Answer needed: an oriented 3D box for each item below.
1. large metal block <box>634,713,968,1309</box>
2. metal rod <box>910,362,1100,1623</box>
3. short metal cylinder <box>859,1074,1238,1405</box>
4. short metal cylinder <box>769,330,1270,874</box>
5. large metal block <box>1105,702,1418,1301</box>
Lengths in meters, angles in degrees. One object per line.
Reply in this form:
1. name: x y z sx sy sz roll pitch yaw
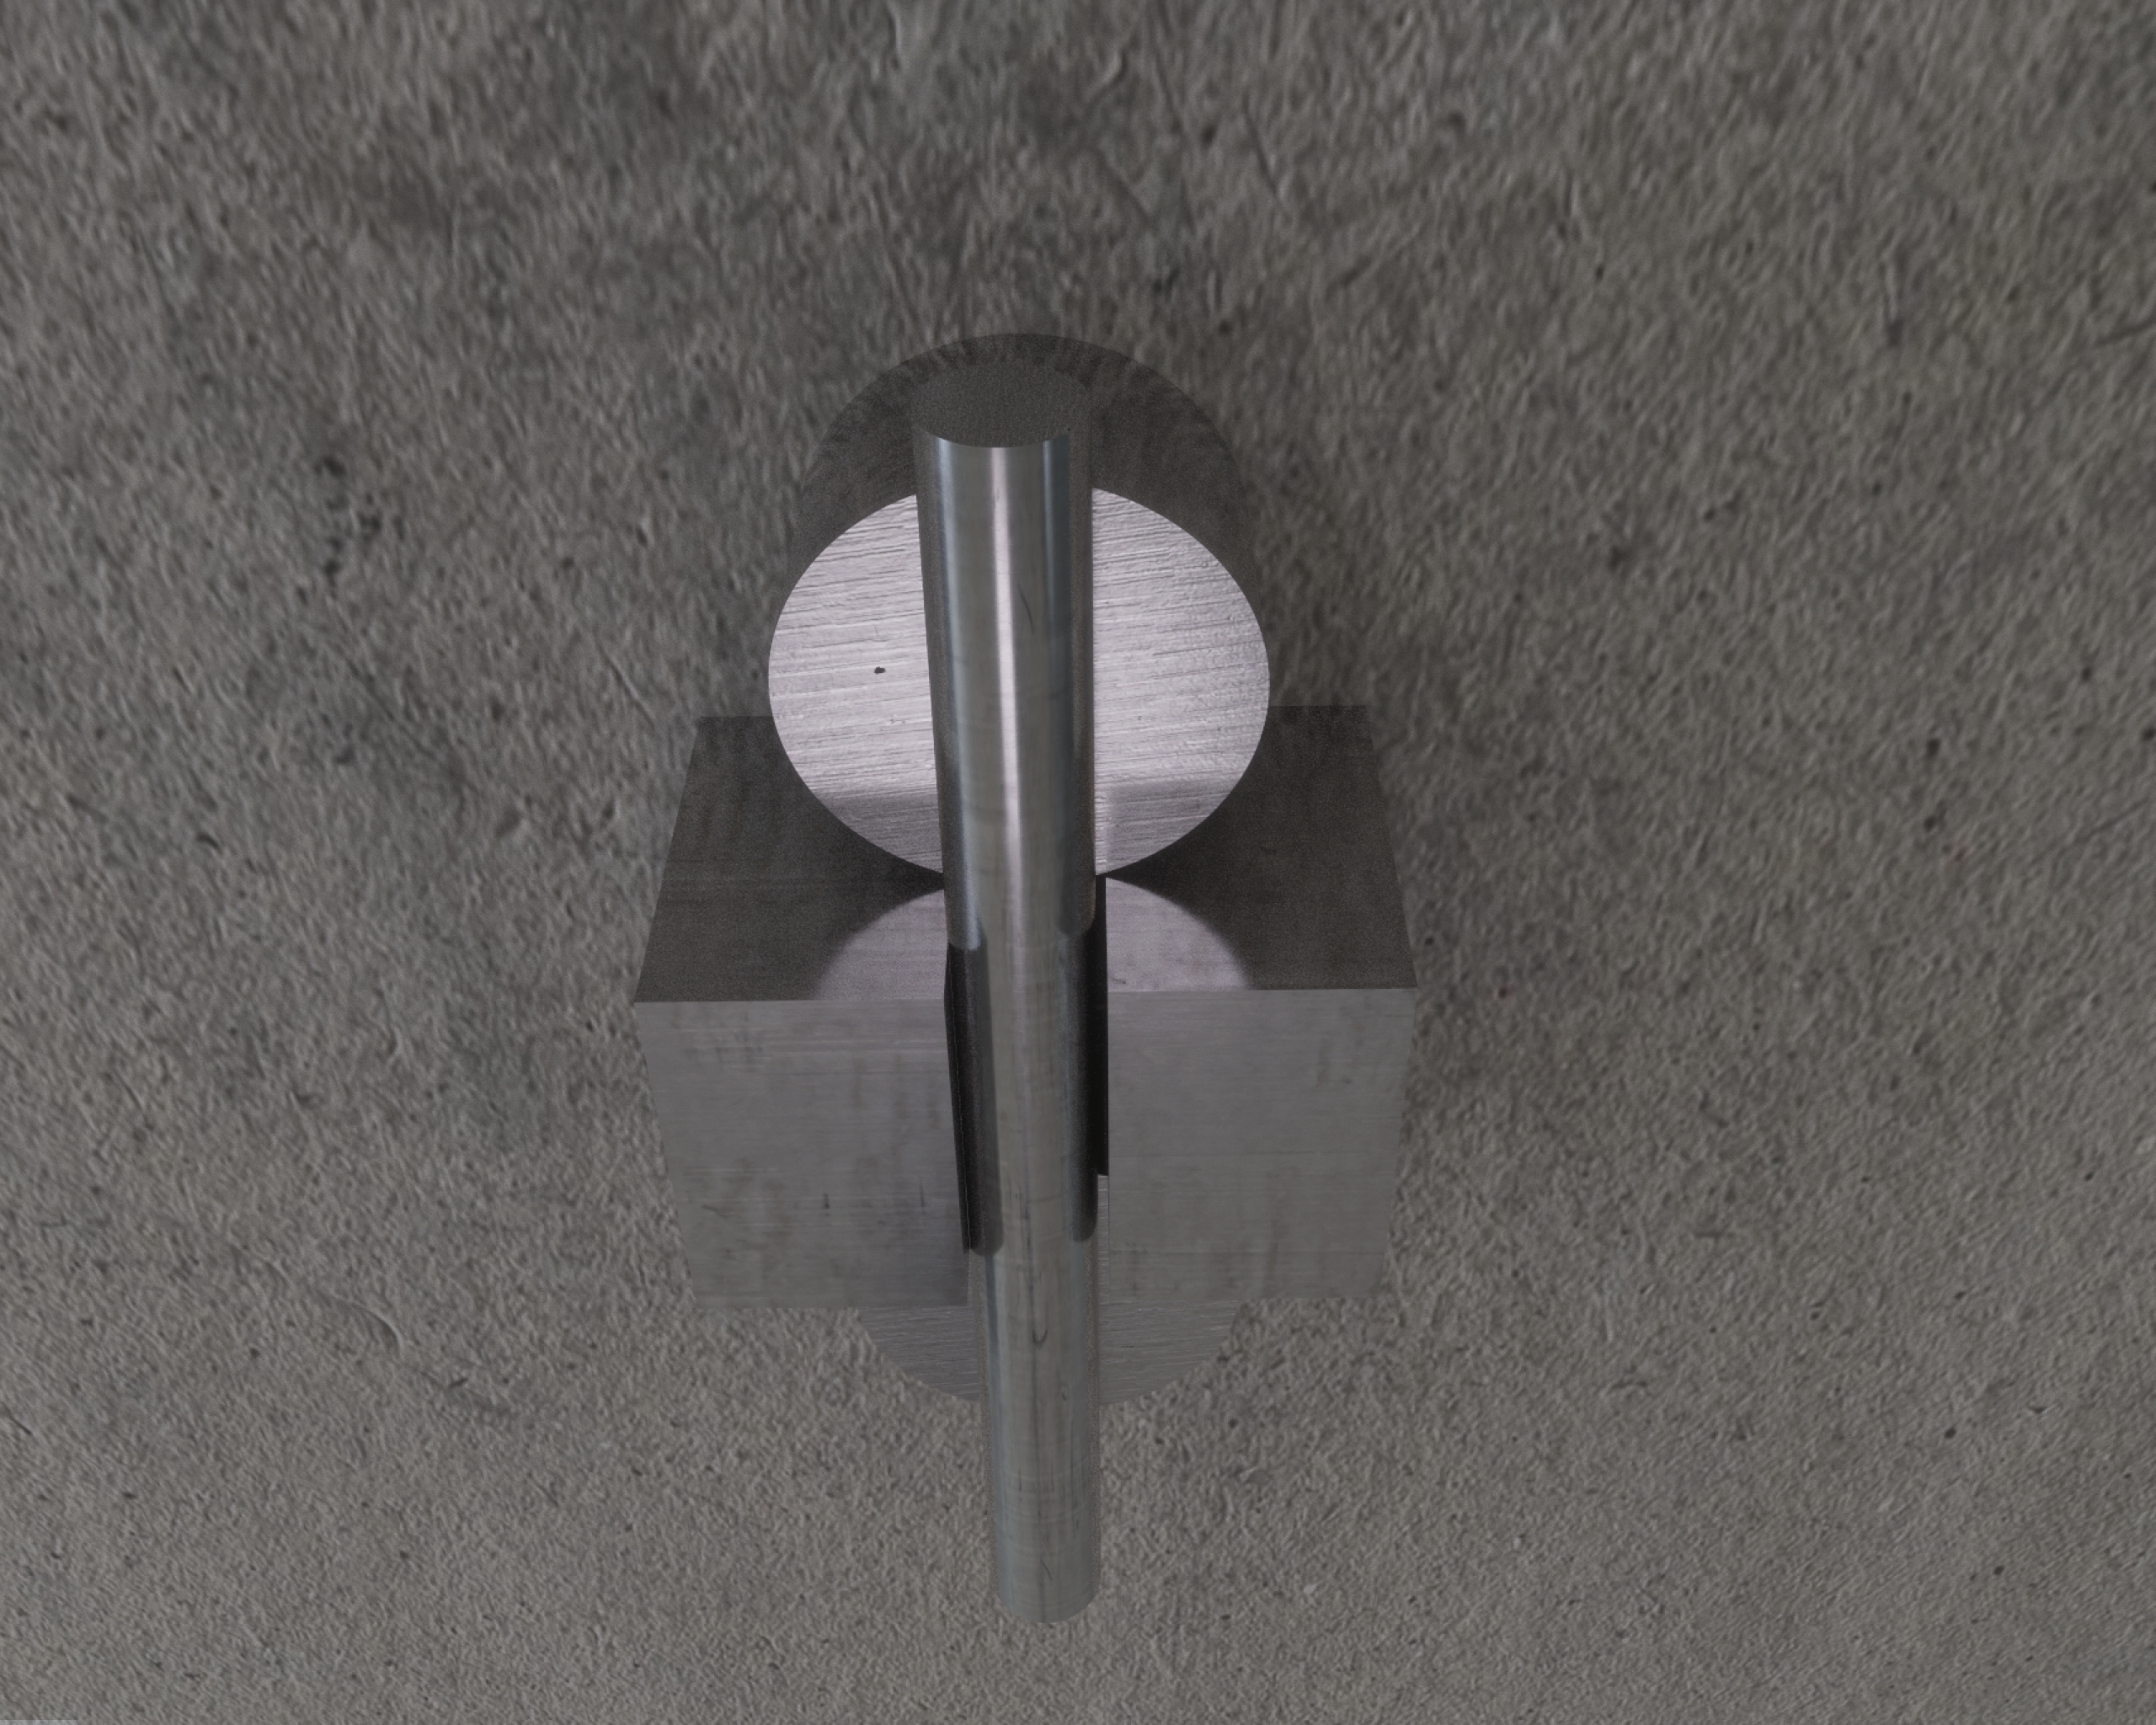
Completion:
1. large metal block: -0.046 0.027 0.395 0.050 0.080 0.079 -1 130 0
2. metal rod: -0.009 0.050 0.385 0.025 0.025 0.298 -1 130 0
3. short metal cylinder: -0.006 0.075 0.457 0.081 0.050 0.079 0 130 0
4. short metal cylinder: -0.009 -0.043 0.356 0.081 0.050 0.079 0 130 0
5. large metal block: 0.031 0.025 0.394 0.050 0.080 0.079 -1 130 0
